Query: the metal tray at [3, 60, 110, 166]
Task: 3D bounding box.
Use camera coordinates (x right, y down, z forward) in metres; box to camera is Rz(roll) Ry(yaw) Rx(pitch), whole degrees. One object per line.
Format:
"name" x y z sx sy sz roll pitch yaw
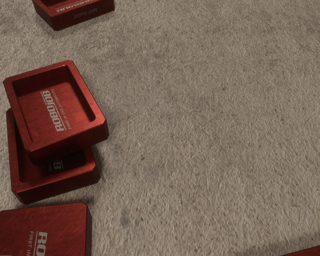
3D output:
"metal tray" -0.129 -0.025 0.379 0.091 0.030 0.130 -22 54 -18

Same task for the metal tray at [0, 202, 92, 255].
"metal tray" -0.112 0.137 0.283 0.091 0.030 0.130 -5 50 -5

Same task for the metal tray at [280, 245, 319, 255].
"metal tray" 0.139 0.156 0.270 0.131 0.030 0.090 -10 51 -9

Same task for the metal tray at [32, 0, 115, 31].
"metal tray" -0.166 -0.241 0.600 0.131 0.030 0.090 -30 57 -24

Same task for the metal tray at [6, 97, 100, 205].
"metal tray" -0.134 0.019 0.381 0.091 0.030 0.130 -16 52 -13
